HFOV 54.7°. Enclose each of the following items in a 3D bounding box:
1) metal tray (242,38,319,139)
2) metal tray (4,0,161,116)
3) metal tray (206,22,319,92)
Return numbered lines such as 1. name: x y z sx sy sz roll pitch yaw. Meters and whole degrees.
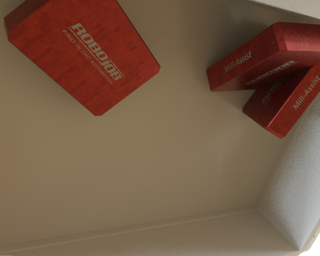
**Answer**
1. metal tray: 0.177 -0.058 0.426 0.030 0.090 0.129 30 103 -15
2. metal tray: -0.067 -0.077 0.301 0.090 0.030 0.130 -37 141 3
3. metal tray: 0.128 -0.079 0.372 0.091 0.130 0.030 -6 81 -26
